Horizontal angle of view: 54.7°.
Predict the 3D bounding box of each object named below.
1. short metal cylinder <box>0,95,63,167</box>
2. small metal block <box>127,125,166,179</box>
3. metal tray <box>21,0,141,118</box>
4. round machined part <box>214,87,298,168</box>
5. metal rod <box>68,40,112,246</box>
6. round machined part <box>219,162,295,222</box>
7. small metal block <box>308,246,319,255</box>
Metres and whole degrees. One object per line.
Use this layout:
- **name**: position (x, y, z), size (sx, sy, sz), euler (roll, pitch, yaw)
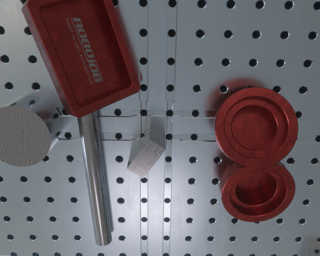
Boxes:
- **short metal cylinder**: position (-0.173, 0.003, 0.399), size (0.081, 0.050, 0.079), euler (0, 110, 0)
- **small metal block**: position (-0.017, 0.030, 0.411), size (0.025, 0.050, 0.050), euler (33, 107, -12)
- **metal tray**: position (-0.084, -0.087, 0.353), size (0.091, 0.030, 0.129), euler (-28, 112, -27)
- **round machined part**: position (0.118, 0.000, 0.393), size (0.099, 0.042, 0.097), euler (0, 86, 4)
- **metal rod**: position (-0.093, 0.033, 0.424), size (0.025, 0.025, 0.298), euler (-3, 110, 1)
- **round machined part**: position (0.131, 0.079, 0.432), size (0.099, 0.042, 0.097), euler (-1, 114, -1)
- **small metal block**: position (0.266, 0.219, 0.496), size (0.050, 0.025, 0.050), euler (4, 110, -2)
